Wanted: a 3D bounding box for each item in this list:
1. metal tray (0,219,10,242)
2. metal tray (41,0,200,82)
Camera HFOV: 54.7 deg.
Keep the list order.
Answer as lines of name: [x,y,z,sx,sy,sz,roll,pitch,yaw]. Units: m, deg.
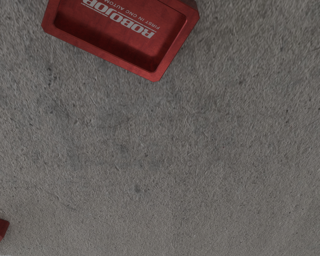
metal tray: [-0.349,0.201,0.570,0.090,0.030,0.129,30,124,-23]
metal tray: [-0.039,-0.111,0.308,0.131,0.030,0.089,23,127,-19]
